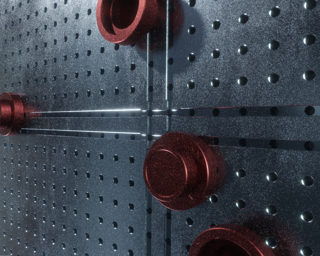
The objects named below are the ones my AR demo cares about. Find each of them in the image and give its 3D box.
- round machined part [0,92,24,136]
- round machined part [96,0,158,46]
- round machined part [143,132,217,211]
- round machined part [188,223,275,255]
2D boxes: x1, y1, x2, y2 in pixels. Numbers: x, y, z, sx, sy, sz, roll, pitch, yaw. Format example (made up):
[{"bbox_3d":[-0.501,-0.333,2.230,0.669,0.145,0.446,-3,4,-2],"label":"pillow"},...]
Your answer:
[{"bbox_3d":[-0.345,-0.032,0.686,0.098,0.042,0.097,0,90,40],"label":"round machined part"},{"bbox_3d":[-0.042,-0.165,0.434,0.098,0.042,0.097,0,90,40],"label":"round machined part"},{"bbox_3d":[0.017,0.054,0.385,0.098,0.042,0.097,0,90,40],"label":"round machined part"},{"bbox_3d":[0.082,0.151,0.332,0.098,0.042,0.097,0,90,40],"label":"round machined part"}]
